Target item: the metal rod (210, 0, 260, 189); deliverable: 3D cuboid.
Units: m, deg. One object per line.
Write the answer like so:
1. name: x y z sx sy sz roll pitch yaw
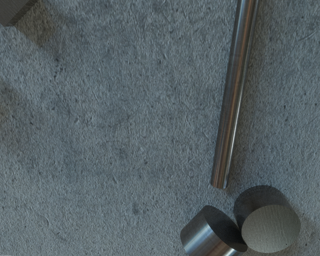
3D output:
1. metal rod: 0.095 -0.060 0.388 0.025 0.025 0.298 4 110 -2

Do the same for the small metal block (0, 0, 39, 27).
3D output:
1. small metal block: -0.175 -0.152 0.352 0.050 0.025 0.050 -39 106 13

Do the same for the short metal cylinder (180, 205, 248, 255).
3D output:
1. short metal cylinder: 0.076 0.157 0.439 0.080 0.080 0.050 35 107 -12

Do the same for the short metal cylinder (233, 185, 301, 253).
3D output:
1. short metal cylinder: 0.151 0.130 0.446 0.081 0.050 0.079 0 110 0
